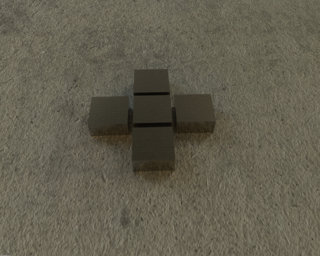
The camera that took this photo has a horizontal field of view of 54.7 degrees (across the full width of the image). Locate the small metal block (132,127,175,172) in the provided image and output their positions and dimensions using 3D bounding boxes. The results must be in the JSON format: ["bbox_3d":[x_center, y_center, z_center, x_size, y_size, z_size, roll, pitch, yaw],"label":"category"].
[{"bbox_3d":[-0.008,0.026,0.383,0.050,0.025,0.050,-2,50,-2],"label":"small metal block"}]

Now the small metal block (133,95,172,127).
[{"bbox_3d":[-0.010,-0.018,0.420,0.050,0.025,0.050,-1,50,-2],"label":"small metal block"}]

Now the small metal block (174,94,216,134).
[{"bbox_3d":[0.046,-0.020,0.422,0.050,0.025,0.050,-1,50,-2],"label":"small metal block"}]

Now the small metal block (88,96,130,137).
[{"bbox_3d":[-0.067,-0.016,0.417,0.050,0.025,0.050,-1,50,-2],"label":"small metal block"}]

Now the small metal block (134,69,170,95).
[{"bbox_3d":[-0.012,-0.061,0.456,0.050,0.025,0.050,-1,50,-2],"label":"small metal block"}]
